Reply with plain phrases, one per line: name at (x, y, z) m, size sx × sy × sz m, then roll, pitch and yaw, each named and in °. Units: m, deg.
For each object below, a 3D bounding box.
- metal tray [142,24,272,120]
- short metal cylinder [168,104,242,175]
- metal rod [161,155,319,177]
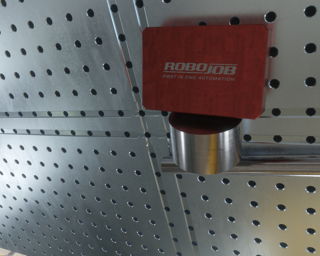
metal tray at (0.045, -0.061, 0.329) m, size 0.130 × 0.030 × 0.089 m, roll 7°, pitch 104°, yaw 24°
short metal cylinder at (0.052, 0.009, 0.353) m, size 0.080 × 0.080 × 0.050 m, roll 7°, pitch 122°, yaw 24°
metal rod at (0.139, 0.045, 0.365) m, size 0.300 × 0.025 × 0.025 m, roll -3°, pitch 117°, yaw 29°
